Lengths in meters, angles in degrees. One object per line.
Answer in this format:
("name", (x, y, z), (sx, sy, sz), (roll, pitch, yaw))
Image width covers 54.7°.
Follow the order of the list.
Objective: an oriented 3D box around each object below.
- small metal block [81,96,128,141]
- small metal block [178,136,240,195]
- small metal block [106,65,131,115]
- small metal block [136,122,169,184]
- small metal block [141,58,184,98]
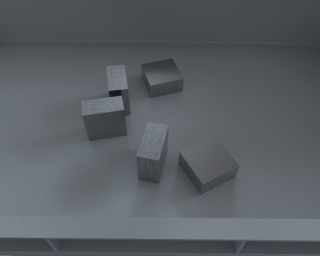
("small metal block", (-0.070, -0.012, 0.398), (0.050, 0.050, 0.025), (-9, 51, -8))
("small metal block", (0.057, 0.044, 0.369), (0.050, 0.025, 0.050), (-23, 54, -18))
("small metal block", (-0.058, -0.052, 0.432), (0.025, 0.050, 0.050), (-7, 51, -7))
("small metal block", (-0.008, 0.029, 0.364), (0.025, 0.050, 0.050), (10, 51, 8))
("small metal block", (0.003, -0.076, 0.469), (0.050, 0.025, 0.050), (-14, 52, -12))
